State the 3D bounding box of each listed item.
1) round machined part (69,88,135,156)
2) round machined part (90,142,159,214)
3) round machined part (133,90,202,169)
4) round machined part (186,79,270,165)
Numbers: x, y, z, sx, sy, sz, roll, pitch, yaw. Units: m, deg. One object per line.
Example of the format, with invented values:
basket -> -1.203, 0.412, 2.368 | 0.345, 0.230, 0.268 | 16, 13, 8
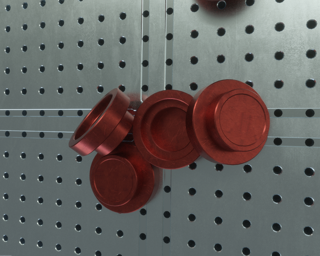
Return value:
round machined part -> -0.071, -0.002, 0.408 | 0.042, 0.098, 0.098 | 41, 105, -20
round machined part -> -0.054, 0.068, 0.422 | 0.098, 0.042, 0.097 | 0, 90, 19
round machined part -> 0.018, 0.002, 0.396 | 0.098, 0.042, 0.097 | 0, 90, 19
round machined part -> 0.082, -0.007, 0.348 | 0.099, 0.042, 0.097 | 2, 85, -18
